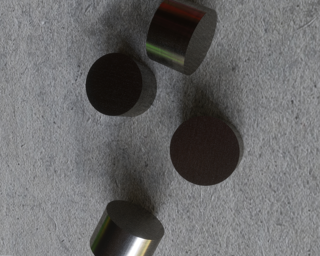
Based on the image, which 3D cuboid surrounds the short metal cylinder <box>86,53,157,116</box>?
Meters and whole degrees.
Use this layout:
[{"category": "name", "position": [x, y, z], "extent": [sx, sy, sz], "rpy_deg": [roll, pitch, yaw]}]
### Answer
[{"category": "short metal cylinder", "position": [-0.051, -0.055, 0.413], "extent": [0.080, 0.050, 0.080], "rpy_deg": [0, 90, 20]}]

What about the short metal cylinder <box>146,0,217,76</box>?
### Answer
[{"category": "short metal cylinder", "position": [0.027, -0.109, 0.370], "extent": [0.050, 0.080, 0.080], "rpy_deg": [28, 99, 18]}]

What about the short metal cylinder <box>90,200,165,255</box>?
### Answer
[{"category": "short metal cylinder", "position": [-0.041, 0.136, 0.394], "extent": [0.080, 0.080, 0.050], "rpy_deg": [30, 100, 17]}]

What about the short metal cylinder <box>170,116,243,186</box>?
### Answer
[{"category": "short metal cylinder", "position": [0.058, 0.026, 0.375], "extent": [0.080, 0.050, 0.080], "rpy_deg": [0, 90, 20]}]
